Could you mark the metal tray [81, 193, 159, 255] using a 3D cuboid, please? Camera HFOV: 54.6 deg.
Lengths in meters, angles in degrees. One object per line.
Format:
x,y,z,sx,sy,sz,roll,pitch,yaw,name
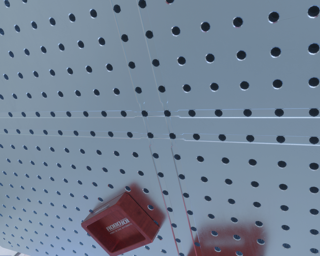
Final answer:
-0.074,0.178,0.557,0.090,0.030,0.129,49,129,-6,metal tray
